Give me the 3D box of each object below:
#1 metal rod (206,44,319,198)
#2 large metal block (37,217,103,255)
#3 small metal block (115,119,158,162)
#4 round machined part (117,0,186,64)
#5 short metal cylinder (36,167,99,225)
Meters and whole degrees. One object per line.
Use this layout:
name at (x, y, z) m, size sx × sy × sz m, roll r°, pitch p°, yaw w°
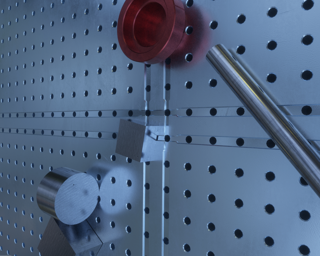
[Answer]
metal rod at (0.137, 0.028, 0.295) m, size 0.025 × 0.025 × 0.299 m, roll -47°, pitch 62°, yaw 29°
large metal block at (-0.152, 0.196, 0.514) m, size 0.080 × 0.050 × 0.079 m, roll 42°, pitch 116°, yaw 31°
small metal block at (-0.033, 0.016, 0.435) m, size 0.050 × 0.025 × 0.050 m, roll 16°, pitch 100°, yaw 38°
round machined part at (-0.007, -0.131, 0.402) m, size 0.098 × 0.042 × 0.097 m, roll 0°, pitch 90°, yaw 39°
short metal cylinder at (-0.144, 0.106, 0.490) m, size 0.050 × 0.081 × 0.079 m, roll 8°, pitch 95°, yaw 39°
